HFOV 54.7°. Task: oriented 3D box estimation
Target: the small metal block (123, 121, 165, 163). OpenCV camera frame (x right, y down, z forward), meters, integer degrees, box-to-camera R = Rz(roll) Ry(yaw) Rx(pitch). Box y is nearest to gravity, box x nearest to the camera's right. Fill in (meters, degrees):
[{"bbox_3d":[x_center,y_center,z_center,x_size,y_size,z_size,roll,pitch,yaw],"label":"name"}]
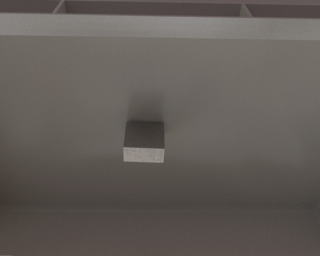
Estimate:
[{"bbox_3d":[-0.020,0.018,0.403,0.050,0.050,0.025,2,130,-3],"label":"small metal block"}]
